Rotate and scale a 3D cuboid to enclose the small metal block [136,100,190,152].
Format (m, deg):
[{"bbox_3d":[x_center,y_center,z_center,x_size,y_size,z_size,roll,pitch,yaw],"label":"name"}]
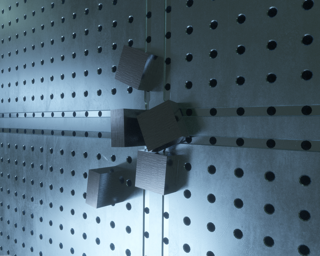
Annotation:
[{"bbox_3d":[0.004,-0.002,0.398,0.050,0.025,0.050,-26,73,23],"label":"small metal block"}]

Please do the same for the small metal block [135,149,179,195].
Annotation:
[{"bbox_3d":[-0.005,0.057,0.411,0.050,0.025,0.050,8,95,39],"label":"small metal block"}]

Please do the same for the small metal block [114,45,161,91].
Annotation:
[{"bbox_3d":[-0.032,-0.084,0.434,0.050,0.025,0.050,29,108,36],"label":"small metal block"}]

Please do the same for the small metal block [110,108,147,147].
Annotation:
[{"bbox_3d":[-0.040,0.000,0.424,0.025,0.050,0.050,-3,88,40],"label":"small metal block"}]

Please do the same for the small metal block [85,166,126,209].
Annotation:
[{"bbox_3d":[-0.079,0.086,0.456,0.025,0.050,0.050,12,98,39],"label":"small metal block"}]
